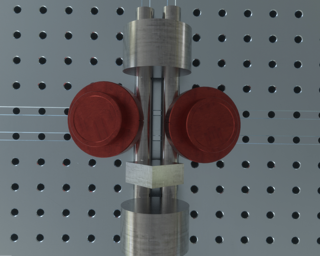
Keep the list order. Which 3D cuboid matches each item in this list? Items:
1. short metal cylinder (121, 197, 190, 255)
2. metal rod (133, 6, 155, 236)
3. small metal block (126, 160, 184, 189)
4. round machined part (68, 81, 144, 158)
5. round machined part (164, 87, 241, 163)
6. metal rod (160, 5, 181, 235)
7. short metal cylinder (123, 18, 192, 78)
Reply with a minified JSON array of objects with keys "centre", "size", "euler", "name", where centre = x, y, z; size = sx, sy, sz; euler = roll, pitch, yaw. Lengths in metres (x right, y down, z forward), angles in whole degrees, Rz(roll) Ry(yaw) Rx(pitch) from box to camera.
[{"centre":[-0.006,0.115,0.364],"size":[0.081,0.080,0.050],"euler":[1,90,0],"name":"short metal cylinder"},{"centre":[-0.022,-0.008,0.412],"size":[0.025,0.025,0.298],"euler":[1,90,0],"name":"metal rod"},{"centre":[-0.006,0.055,0.377],"size":[0.050,0.050,0.025],"euler":[1,90,-42],"name":"small metal block"},{"centre":[-0.073,-0.011,0.392],"size":[0.098,0.042,0.097],"euler":[0,90,14],"name":"round machined part"},{"centre":[0.059,-0.004,0.392],"size":[0.099,0.042,0.097],"euler":[0,90,-15],"name":"round machined part"},{"centre":[0.013,-0.009,0.412],"size":[0.025,0.025,0.298],"euler":[1,90,0],"name":"metal rod"},{"centre":[-0.003,-0.090,0.363],"size":[0.081,0.080,0.050],"euler":[1,90,0],"name":"short metal cylinder"}]
